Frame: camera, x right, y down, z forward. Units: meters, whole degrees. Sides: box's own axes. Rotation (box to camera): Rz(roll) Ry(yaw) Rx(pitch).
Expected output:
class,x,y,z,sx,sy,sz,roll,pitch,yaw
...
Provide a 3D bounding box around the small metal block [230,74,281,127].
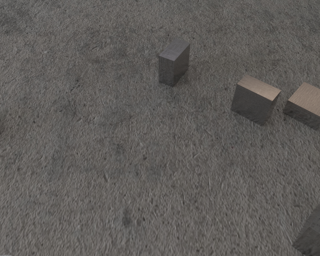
class,x,y,z,sx,sy,sz,roll,pitch,yaw
small metal block,0.128,-0.037,0.419,0.050,0.050,0.025,32,57,24

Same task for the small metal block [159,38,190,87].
class,x,y,z,sx,sy,sz,roll,pitch,yaw
small metal block,0.022,-0.099,0.470,0.025,0.050,0.050,24,54,19

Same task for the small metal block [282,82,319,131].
class,x,y,z,sx,sy,sz,roll,pitch,yaw
small metal block,0.209,-0.031,0.431,0.050,0.025,0.050,34,58,25

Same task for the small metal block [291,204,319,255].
class,x,y,z,sx,sy,sz,roll,pitch,yaw
small metal block,0.161,0.097,0.306,0.025,0.050,0.050,34,58,25
